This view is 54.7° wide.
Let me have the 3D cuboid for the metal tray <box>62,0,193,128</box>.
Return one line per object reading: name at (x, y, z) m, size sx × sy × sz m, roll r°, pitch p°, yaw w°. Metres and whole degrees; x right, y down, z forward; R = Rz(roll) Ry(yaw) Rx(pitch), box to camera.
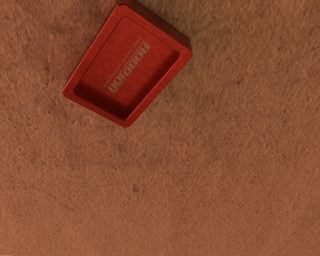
metal tray at (-0.038, -0.067, 0.346) m, size 0.090 × 0.030 × 0.129 m, roll 29°, pitch 124°, yaw -23°
